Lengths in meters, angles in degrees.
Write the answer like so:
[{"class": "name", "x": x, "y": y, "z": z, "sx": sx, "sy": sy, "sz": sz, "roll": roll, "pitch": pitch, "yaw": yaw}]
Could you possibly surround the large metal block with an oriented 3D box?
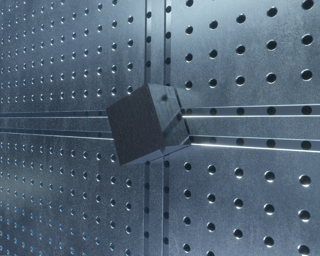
[{"class": "large metal block", "x": -0.017, "y": -0.003, "z": 0.401, "sx": 0.080, "sy": 0.050, "sz": 0.080, "roll": -26, "pitch": 74, "yaw": 36}]
